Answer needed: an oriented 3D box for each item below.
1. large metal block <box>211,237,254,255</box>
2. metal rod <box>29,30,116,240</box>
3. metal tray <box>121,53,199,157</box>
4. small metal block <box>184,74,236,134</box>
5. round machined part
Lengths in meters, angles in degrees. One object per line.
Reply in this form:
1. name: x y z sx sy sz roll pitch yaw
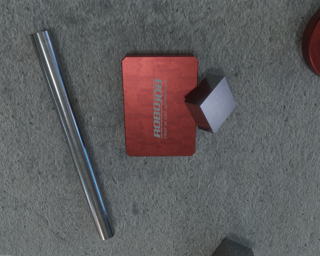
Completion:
1. large metal block: 0.106 0.230 0.466 0.050 0.080 0.080 27 108 -10
2. metal rod: -0.110 0.024 0.417 0.025 0.025 0.298 -11 110 4
3. metal tray: 0.000 -0.028 0.397 0.091 0.030 0.129 0 110 0
4. small metal block: 0.063 -0.030 0.378 0.050 0.025 0.050 -50 132 -19
5. round machined part: 0.216 -0.104 0.365 0.099 0.042 0.097 0 110 0
